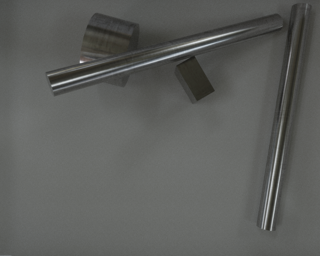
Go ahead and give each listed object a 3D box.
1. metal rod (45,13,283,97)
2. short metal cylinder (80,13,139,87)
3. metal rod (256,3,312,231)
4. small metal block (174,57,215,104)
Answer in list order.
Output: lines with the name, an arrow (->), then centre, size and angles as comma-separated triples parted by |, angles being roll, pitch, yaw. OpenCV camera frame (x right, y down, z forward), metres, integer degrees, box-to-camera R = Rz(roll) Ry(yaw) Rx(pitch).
metal rod -> 0.023, -0.092, 0.359 | 0.302, 0.025, 0.025 | -20, 90, -22
short metal cylinder -> -0.060, -0.095, 0.383 | 0.050, 0.080, 0.080 | 15, 90, 0
metal rod -> 0.166, -0.014, 0.413 | 0.025, 0.025, 0.298 | 9, 90, -1
small metal block -> 0.043, -0.060, 0.399 | 0.025, 0.050, 0.050 | -30, 91, 0
